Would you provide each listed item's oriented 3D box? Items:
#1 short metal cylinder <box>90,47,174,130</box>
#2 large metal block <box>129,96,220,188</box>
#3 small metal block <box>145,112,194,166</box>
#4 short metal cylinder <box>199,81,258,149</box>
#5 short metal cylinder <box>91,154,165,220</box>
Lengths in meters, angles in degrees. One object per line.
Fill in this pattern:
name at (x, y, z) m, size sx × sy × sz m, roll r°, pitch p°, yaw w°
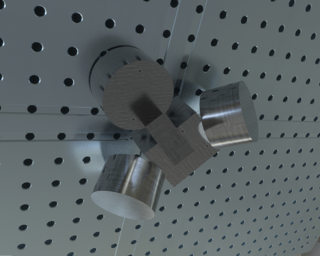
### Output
short metal cylinder at (-0.032, -0.045, 0.346) m, size 0.081 × 0.050 × 0.079 m, roll -14°, pitch 124°, yaw -21°
large metal block at (0.020, 0.019, 0.410) m, size 0.080 × 0.050 × 0.080 m, roll -39°, pitch 130°, yaw -2°
small metal block at (0.010, 0.013, 0.340) m, size 0.025 × 0.050 × 0.050 m, roll -37°, pitch 86°, yaw -1°
short metal cylinder at (0.091, -0.016, 0.402) m, size 0.050 × 0.080 × 0.080 m, roll -13°, pitch 136°, yaw 28°
short metal cylinder at (-0.039, 0.075, 0.389) m, size 0.080 × 0.050 × 0.080 m, roll 12°, pitch 145°, yaw 9°
